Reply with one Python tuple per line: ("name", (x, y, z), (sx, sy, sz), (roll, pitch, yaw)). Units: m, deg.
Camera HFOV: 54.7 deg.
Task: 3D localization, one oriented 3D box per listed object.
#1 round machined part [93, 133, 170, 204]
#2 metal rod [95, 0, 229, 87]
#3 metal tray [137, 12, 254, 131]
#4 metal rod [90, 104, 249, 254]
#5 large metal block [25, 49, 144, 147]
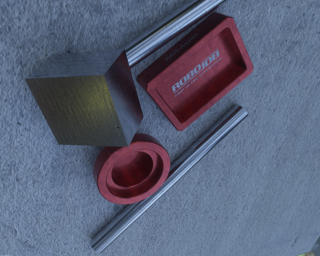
("round machined part", (-0.039, 0.048, 0.406), (0.099, 0.042, 0.097), (-14, 125, -21))
("metal rod", (0.051, -0.140, 0.349), (0.301, 0.025, 0.025), (-36, 129, -5))
("metal tray", (0.047, -0.068, 0.388), (0.130, 0.030, 0.090), (-40, 130, -1))
("metal rod", (0.013, 0.076, 0.462), (0.300, 0.025, 0.025), (-43, 130, 1))
("large metal block", (-0.070, -0.029, 0.310), (0.080, 0.050, 0.080), (1, 129, 18))
